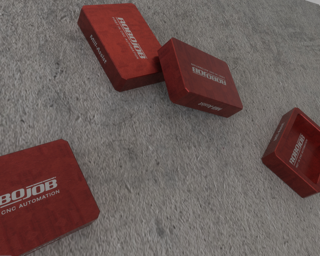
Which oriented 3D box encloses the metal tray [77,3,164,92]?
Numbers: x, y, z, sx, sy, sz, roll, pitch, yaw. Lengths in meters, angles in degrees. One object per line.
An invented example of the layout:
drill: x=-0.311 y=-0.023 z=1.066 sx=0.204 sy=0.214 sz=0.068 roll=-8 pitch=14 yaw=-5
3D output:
metal tray: x=-0.049 y=-0.120 z=0.447 sx=0.091 sy=0.030 sz=0.130 roll=-20 pitch=72 yaw=-36

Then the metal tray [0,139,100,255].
metal tray: x=-0.134 y=0.071 z=0.285 sx=0.131 sy=0.030 sz=0.090 roll=-18 pitch=71 yaw=-35

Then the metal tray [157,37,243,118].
metal tray: x=0.061 y=-0.070 z=0.452 sx=0.131 sy=0.030 sz=0.090 roll=11 pitch=56 yaw=-42

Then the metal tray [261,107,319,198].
metal tray: x=0.226 y=0.036 z=0.499 sx=0.090 sy=0.030 sz=0.131 roll=42 pitch=51 yaw=0
